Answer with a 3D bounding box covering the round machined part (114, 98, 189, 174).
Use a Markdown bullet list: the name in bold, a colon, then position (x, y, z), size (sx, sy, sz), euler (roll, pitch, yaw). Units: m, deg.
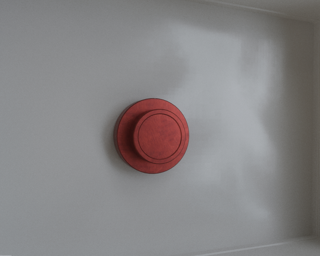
- **round machined part**: position (-0.007, 0.010, 0.396), size (0.099, 0.042, 0.097), euler (0, 90, -21)
